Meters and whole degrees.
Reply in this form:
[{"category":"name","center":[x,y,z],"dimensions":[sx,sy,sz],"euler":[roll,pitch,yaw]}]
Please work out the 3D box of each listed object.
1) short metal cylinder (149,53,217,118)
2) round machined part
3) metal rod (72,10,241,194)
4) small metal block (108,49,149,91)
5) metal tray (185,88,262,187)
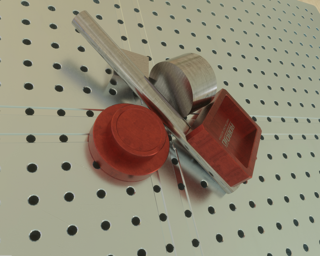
[{"category":"short metal cylinder","center":[0.030,-0.058,0.426],"dimensions":[0.050,0.080,0.080],"euler":[-28,78,-38]},{"category":"round machined part","center":[-0.032,0.011,0.374],"dimensions":[0.099,0.042,0.098],"euler":[14,56,-21]},{"category":"metal rod","center":[-0.001,-0.030,0.405],"dimensions":[0.300,0.025,0.025],"euler":[48,51,-5]},{"category":"small metal block","center":[-0.044,-0.080,0.435],"dimensions":[0.050,0.025,0.050],"euler":[13,56,-22]},{"category":"metal tray","center":[0.093,0.008,0.425],"dimensions":[0.090,0.030,0.131],"euler":[46,35,-6]}]
